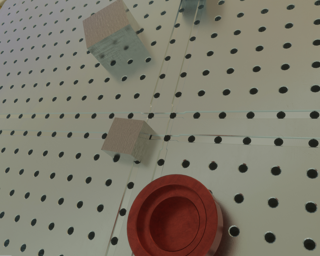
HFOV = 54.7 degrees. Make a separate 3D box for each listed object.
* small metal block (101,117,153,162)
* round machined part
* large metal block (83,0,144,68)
[{"bbox_3d":[-0.045,0.015,0.423,0.050,0.025,0.050,7,65,31],"label":"small metal block"},{"bbox_3d":[0.018,0.102,0.325,0.098,0.042,0.098,-13,56,21],"label":"round machined part"},{"bbox_3d":[-0.082,-0.165,0.537,0.080,0.050,0.080,-26,53,12],"label":"large metal block"}]
